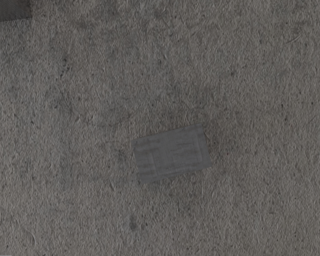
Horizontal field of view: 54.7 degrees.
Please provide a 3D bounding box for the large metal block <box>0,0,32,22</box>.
[{"bbox_3d":[-0.217,-0.169,0.380,0.080,0.080,0.050,-8,90,0],"label":"large metal block"}]

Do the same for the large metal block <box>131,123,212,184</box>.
[{"bbox_3d":[0.013,0.028,0.382,0.080,0.080,0.050,-14,90,0],"label":"large metal block"}]
